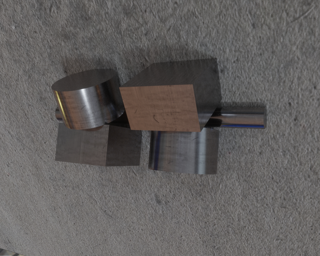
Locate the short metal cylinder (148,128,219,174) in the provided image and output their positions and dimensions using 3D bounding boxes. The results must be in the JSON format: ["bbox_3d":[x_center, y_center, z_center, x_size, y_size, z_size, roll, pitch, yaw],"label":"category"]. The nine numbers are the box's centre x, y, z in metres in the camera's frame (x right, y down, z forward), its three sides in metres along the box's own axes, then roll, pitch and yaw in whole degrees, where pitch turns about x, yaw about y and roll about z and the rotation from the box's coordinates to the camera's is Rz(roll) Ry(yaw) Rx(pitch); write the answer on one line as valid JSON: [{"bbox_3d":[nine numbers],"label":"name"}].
[{"bbox_3d":[0.028,0.026,0.366,0.080,0.080,0.050,2,85,27],"label":"short metal cylinder"}]

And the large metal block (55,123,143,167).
[{"bbox_3d":[-0.081,0.023,0.422,0.080,0.080,0.050,2,86,26],"label":"large metal block"}]

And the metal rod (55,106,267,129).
[{"bbox_3d":[-0.018,-0.017,0.409,0.300,0.025,0.025,2,120,27],"label":"metal rod"}]

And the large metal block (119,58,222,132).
[{"bbox_3d":[0.016,-0.038,0.340,0.080,0.080,0.050,2,119,27],"label":"large metal block"}]

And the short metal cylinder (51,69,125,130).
[{"bbox_3d":[-0.090,-0.039,0.396,0.080,0.080,0.050,4,120,26],"label":"short metal cylinder"}]
